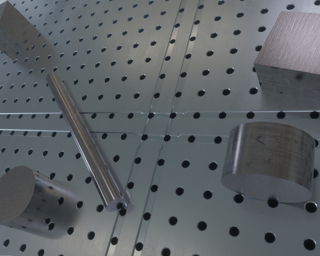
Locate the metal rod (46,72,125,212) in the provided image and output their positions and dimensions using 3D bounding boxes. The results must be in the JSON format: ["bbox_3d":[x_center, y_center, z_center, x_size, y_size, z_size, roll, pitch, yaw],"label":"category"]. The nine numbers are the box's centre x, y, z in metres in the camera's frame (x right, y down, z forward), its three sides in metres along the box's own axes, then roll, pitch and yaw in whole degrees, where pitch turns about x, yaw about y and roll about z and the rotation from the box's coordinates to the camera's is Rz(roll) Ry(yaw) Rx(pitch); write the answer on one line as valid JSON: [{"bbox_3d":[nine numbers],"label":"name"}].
[{"bbox_3d":[-0.125,0.002,0.472,0.025,0.025,0.300,-39,51,2],"label":"metal rod"}]

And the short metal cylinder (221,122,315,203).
[{"bbox_3d":[0.103,0.035,0.297,0.080,0.080,0.050,2,63,29],"label":"short metal cylinder"}]

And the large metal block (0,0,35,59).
[{"bbox_3d":[-0.329,-0.213,0.677,0.050,0.080,0.080,-16,55,19],"label":"large metal block"}]

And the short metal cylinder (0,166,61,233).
[{"bbox_3d":[-0.187,0.099,0.430,0.080,0.050,0.080,-13,56,21],"label":"short metal cylinder"}]

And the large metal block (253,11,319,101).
[{"bbox_3d":[0.167,-0.084,0.356,0.080,0.050,0.080,20,72,35],"label":"large metal block"}]
